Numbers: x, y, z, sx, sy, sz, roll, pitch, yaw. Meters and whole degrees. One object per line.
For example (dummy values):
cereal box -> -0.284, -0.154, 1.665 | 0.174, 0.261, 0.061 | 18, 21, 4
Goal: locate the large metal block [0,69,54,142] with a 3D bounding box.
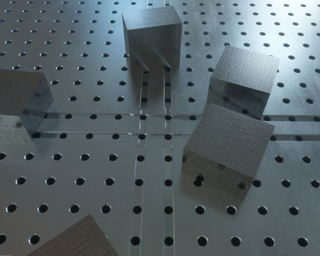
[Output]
large metal block -> -0.202, -0.032, 0.416 | 0.080, 0.050, 0.080 | 6, 50, 4

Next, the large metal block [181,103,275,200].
large metal block -> 0.080, 0.026, 0.371 | 0.080, 0.050, 0.080 | 23, 53, 17

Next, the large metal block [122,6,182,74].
large metal block -> -0.013, -0.138, 0.488 | 0.081, 0.080, 0.050 | -11, 51, -9

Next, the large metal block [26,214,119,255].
large metal block -> -0.072, 0.139, 0.273 | 0.081, 0.050, 0.080 | -31, 57, -24

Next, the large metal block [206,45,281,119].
large metal block -> 0.121, -0.069, 0.451 | 0.080, 0.050, 0.080 | 19, 52, 14
